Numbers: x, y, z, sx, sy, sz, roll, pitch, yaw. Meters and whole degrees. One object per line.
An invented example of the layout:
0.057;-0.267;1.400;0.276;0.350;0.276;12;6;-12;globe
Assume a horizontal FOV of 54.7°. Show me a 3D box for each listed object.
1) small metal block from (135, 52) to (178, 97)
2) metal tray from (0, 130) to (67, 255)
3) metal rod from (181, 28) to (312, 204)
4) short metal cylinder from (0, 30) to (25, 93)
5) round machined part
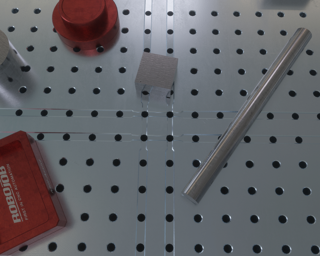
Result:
-0.004;-0.076;0.439;0.050;0.025;0.050;12;70;4;small metal block
-0.182;0.079;0.378;0.090;0.030;0.130;-25;72;-9;metal tray
0.126;-0.027;0.422;0.025;0.025;0.300;35;73;12;metal rod
-0.239;-0.094;0.431;0.081;0.050;0.080;0;70;0;short metal cylinder
-0.113;-0.171;0.464;0.099;0.042;0.098;0;70;0;round machined part
